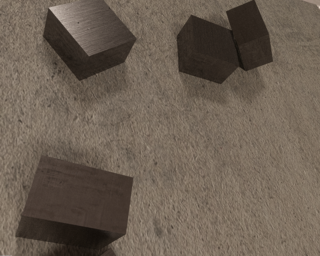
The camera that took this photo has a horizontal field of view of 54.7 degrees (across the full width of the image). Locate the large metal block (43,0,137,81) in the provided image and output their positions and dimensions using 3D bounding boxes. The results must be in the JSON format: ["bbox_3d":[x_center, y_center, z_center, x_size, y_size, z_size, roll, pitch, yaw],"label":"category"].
[{"bbox_3d":[-0.093,-0.120,0.412,0.081,0.050,0.080,-34,81,-38],"label":"large metal block"}]

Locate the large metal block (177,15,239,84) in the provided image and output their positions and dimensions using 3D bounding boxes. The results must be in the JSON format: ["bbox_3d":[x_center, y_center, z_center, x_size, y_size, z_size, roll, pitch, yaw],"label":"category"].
[{"bbox_3d":[0.077,-0.128,0.509,0.081,0.050,0.080,13,56,-22],"label":"large metal block"}]

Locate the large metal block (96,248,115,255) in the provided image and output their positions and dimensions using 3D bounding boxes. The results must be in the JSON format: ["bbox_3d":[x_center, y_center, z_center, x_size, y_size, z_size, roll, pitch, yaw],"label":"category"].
[{"bbox_3d":[-0.058,0.163,0.258,0.081,0.050,0.080,-29,78,-38],"label":"large metal block"}]

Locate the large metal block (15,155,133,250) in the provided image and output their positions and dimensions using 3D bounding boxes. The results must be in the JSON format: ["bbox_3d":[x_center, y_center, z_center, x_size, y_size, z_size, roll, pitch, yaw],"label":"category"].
[{"bbox_3d":[-0.079,0.073,0.282,0.081,0.080,0.050,18,55,-19],"label":"large metal block"}]

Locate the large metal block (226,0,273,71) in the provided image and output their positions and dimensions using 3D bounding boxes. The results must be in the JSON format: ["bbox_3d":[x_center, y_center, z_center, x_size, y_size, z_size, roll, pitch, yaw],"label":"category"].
[{"bbox_3d":[0.160,-0.162,0.549,0.080,0.050,0.080,43,32,-58],"label":"large metal block"}]
